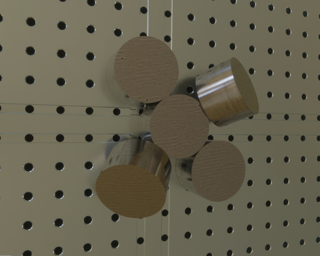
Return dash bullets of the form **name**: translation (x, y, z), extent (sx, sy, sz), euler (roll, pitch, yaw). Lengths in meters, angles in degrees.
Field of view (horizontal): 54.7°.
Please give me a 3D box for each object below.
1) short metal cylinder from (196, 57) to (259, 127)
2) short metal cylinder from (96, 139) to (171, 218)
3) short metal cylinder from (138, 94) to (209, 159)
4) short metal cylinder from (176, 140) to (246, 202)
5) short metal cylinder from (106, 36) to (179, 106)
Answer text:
- **short metal cylinder**: translation (0.091, -0.047, 0.412), extent (0.080, 0.050, 0.080), euler (36, 42, -41)
- **short metal cylinder**: translation (-0.029, 0.060, 0.367), extent (0.080, 0.050, 0.079), euler (4, 121, 7)
- **short metal cylinder**: translation (0.017, -0.002, 0.406), extent (0.081, 0.050, 0.079), euler (0, 90, -21)
- **short metal cylinder**: translation (0.069, 0.056, 0.426), extent (0.081, 0.050, 0.079), euler (0, 90, -21)
- **short metal cylinder**: translation (-0.023, -0.070, 0.391), extent (0.081, 0.050, 0.079), euler (0, 90, -21)
